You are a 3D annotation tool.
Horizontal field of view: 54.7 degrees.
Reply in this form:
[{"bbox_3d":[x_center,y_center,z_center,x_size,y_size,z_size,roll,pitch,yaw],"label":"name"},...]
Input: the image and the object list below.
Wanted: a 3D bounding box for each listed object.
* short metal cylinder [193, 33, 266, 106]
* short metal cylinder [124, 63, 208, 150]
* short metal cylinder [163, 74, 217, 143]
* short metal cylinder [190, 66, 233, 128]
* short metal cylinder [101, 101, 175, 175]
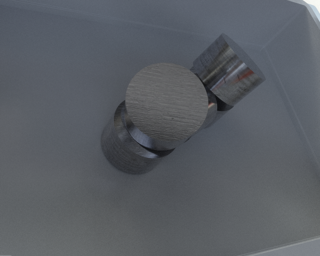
[{"bbox_3d":[0.089,-0.075,0.400,0.080,0.050,0.080,35,29,-23],"label":"short metal cylinder"},{"bbox_3d":[0.004,-0.020,0.321,0.081,0.050,0.080,2,75,-8],"label":"short metal cylinder"},{"bbox_3d":[0.026,-0.026,0.400,0.050,0.080,0.080,-34,81,-38],"label":"short metal cylinder"},{"bbox_3d":[0.063,-0.046,0.451,0.081,0.050,0.080,14,56,-21],"label":"short metal cylinder"},{"bbox_3d":[-0.024,0.009,0.370,0.081,0.050,0.080,14,56,-21],"label":"short metal cylinder"}]
